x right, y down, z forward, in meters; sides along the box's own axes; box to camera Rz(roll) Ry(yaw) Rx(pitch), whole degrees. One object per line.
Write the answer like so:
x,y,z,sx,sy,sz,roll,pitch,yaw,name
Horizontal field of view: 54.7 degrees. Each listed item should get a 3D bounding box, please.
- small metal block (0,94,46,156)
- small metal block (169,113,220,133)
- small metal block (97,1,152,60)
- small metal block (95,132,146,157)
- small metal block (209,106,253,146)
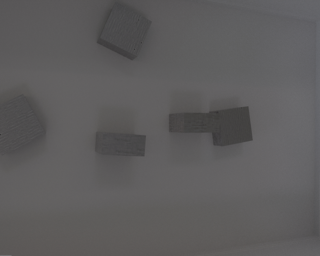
-0.165,-0.004,0.350,0.050,0.025,0.050,-30,100,-18,small metal block
0.045,-0.007,0.414,0.050,0.050,0.025,0,90,-20,small metal block
-0.045,-0.122,0.393,0.050,0.025,0.050,24,82,-19,small metal block
-0.050,0.019,0.379,0.050,0.050,0.025,4,89,-20,small metal block
0.103,-0.003,0.448,0.050,0.025,0.050,-9,93,-20,small metal block
